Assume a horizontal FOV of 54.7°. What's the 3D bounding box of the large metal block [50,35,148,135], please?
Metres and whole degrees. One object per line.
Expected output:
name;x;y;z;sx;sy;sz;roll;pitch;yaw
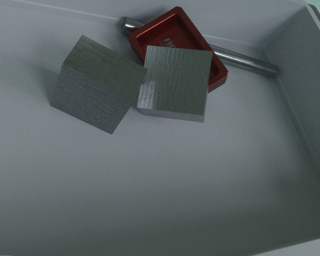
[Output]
large metal block;-0.072;-0.047;0.361;0.080;0.080;0.050;26;52;-12

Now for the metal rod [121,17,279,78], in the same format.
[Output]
metal rod;0.081;-0.133;0.532;0.302;0.025;0.025;10;57;-23

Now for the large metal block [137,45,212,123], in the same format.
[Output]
large metal block;0.021;-0.055;0.397;0.080;0.050;0.080;8;82;9

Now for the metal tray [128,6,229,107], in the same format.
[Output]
metal tray;0.025;-0.100;0.449;0.090;0.030;0.130;-32;78;-3
